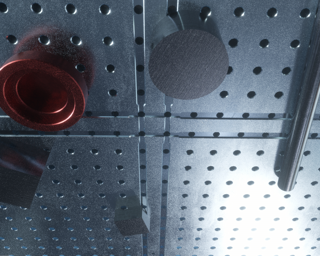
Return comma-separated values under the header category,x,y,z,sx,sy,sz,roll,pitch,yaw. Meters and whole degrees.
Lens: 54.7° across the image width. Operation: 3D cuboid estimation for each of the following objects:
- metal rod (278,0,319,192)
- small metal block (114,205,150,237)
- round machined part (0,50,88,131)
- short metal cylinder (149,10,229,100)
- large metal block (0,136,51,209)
category,x,y,z,sx,sy,sz,roll,pitch,yaw
metal rod,0.185,-0.022,0.395,0.025,0.025,0.298,-5,130,3
small metal block,-0.049,0.166,0.553,0.050,0.025,0.050,-11,130,8
round machined part,-0.133,-0.046,0.360,0.099,0.042,0.097,-1,130,0
short metal cylinder,0.029,-0.077,0.330,0.081,0.050,0.079,-1,130,0
large metal block,-0.214,0.065,0.447,0.080,0.050,0.079,20,127,-17
